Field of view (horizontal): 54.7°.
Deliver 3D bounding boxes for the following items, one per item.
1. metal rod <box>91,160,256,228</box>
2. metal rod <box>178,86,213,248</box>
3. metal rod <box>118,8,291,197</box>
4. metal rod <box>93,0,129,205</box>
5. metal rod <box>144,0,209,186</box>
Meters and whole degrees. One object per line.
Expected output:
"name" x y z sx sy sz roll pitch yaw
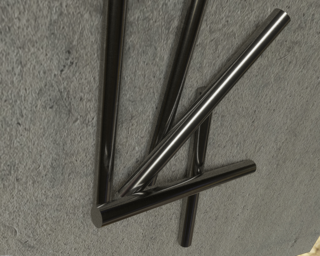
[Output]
"metal rod" 0.043 0.082 0.439 0.302 0.025 0.025 -8 123 -41
"metal rod" 0.054 0.078 0.486 0.025 0.025 0.298 -11 123 -23
"metal rod" 0.053 -0.024 0.390 0.299 0.025 0.025 -49 129 4
"metal rod" -0.063 -0.002 0.371 0.025 0.025 0.298 -6 121 -26
"metal rod" 0.017 -0.055 0.383 0.025 0.025 0.298 1 118 -29
